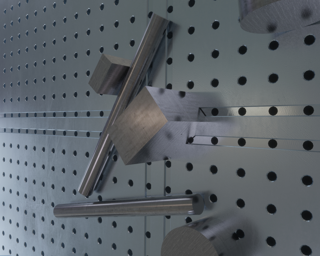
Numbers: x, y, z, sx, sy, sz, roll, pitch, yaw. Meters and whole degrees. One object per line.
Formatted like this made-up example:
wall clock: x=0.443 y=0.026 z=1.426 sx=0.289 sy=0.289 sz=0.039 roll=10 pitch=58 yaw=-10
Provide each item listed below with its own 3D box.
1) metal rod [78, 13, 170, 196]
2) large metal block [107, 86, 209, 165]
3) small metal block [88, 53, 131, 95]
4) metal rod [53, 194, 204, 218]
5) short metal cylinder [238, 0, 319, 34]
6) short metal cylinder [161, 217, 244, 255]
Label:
metal rod: x=-0.060 y=-0.021 z=0.458 sx=0.025 sy=0.025 sz=0.298 roll=40 pitch=114 yaw=32
large metal block: x=-0.002 y=-0.002 z=0.375 sx=0.080 sy=0.081 sz=0.050 roll=-46 pitch=63 yaw=30
small metal block: x=-0.068 y=-0.076 z=0.449 sx=0.025 sy=0.050 sz=0.050 roll=47 pitch=118 yaw=30
metal rod: x=-0.067 y=0.121 z=0.464 sx=0.300 sy=0.025 sz=0.025 roll=-14 pitch=81 yaw=39
short metal cylinder: x=0.112 y=-0.125 z=0.281 sx=0.080 sy=0.081 sz=0.050 roll=-7 pitch=86 yaw=40
short metal cylinder: x=0.048 y=0.147 z=0.354 sx=0.080 sy=0.050 sz=0.079 roll=0 pitch=90 yaw=40
